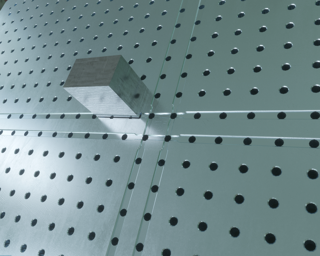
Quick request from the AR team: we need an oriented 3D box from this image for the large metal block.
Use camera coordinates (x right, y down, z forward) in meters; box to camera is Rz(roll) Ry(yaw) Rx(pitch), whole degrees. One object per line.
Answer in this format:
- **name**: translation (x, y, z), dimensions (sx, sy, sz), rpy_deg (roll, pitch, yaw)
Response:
- **large metal block**: translation (-0.076, -0.057, 0.449), dimensions (0.080, 0.080, 0.050), rpy_deg (2, 63, 29)
